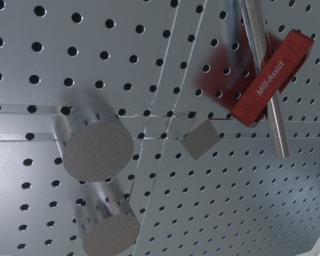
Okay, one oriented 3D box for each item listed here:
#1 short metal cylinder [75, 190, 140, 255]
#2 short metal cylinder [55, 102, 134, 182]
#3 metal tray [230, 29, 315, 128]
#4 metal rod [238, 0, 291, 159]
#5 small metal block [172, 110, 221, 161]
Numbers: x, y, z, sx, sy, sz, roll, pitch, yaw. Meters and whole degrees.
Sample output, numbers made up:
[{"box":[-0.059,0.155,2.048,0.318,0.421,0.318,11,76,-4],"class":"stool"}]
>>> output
[{"box":[-0.075,0.136,0.439,0.081,0.050,0.079,-14,124,-21],"class":"short metal cylinder"},{"box":[-0.077,0.016,0.363,0.081,0.050,0.079,-14,124,-21],"class":"short metal cylinder"},{"box":[0.153,-0.061,0.424,0.129,0.030,0.090,-55,162,11],"class":"metal tray"},{"box":[0.139,-0.079,0.411,0.025,0.025,0.299,-30,120,-10],"class":"metal rod"},{"box":[0.054,0.011,0.448,0.050,0.025,0.050,-39,130,-2],"class":"small metal block"}]
